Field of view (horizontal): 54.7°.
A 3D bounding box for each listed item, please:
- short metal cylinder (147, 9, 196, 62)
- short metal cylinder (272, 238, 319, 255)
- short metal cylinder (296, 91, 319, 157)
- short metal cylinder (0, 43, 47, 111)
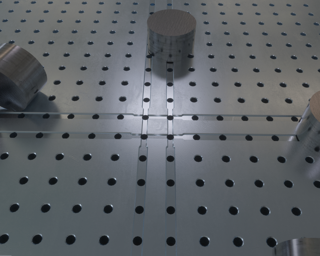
[{"bbox_3d":[0.019,-0.157,0.523,0.081,0.050,0.080,0,50,0],"label":"short metal cylinder"},{"bbox_3d":[0.138,0.133,0.261,0.080,0.080,0.050,9,51,7],"label":"short metal cylinder"},{"bbox_3d":[0.225,-0.005,0.397,0.081,0.050,0.080,0,50,0],"label":"short metal cylinder"},{"bbox_3d":[-0.207,-0.069,0.428,0.080,0.080,0.050,14,52,12],"label":"short metal cylinder"}]
